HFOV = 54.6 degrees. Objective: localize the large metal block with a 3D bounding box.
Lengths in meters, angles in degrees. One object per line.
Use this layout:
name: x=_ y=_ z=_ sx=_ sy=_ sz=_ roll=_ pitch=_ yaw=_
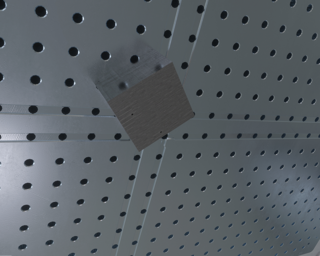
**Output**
large metal block: x=-0.016 y=-0.033 z=0.365 sx=0.080 sy=0.050 sz=0.080 roll=-33 pitch=129 yaw=-7
